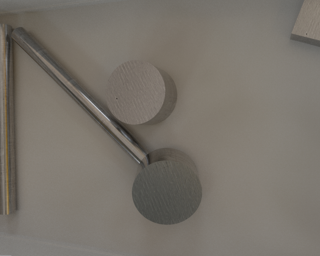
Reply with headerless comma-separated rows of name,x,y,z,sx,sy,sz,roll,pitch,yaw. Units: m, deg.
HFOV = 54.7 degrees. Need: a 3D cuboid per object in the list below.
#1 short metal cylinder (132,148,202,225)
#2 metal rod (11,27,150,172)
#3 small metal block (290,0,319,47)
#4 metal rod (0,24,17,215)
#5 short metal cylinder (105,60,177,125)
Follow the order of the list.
short metal cylinder,0.009,0.070,0.380,0.081,0.050,0.079,0,102,1
metal rod,-0.116,-0.048,0.449,0.300,0.025,0.025,43,103,14
small metal block,0.181,-0.120,0.347,0.050,0.025,0.050,22,97,18
metal rod,-0.247,-0.014,0.495,0.025,0.025,0.298,-2,89,19
short metal cylinder,-0.023,-0.044,0.404,0.080,0.050,0.079,0,90,19
